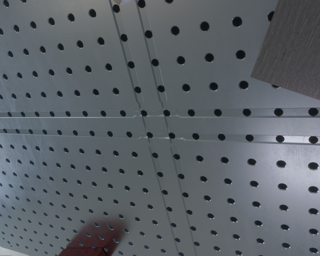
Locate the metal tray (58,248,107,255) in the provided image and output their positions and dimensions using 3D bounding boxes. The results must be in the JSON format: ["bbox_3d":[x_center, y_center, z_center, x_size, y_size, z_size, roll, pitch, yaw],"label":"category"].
[{"bbox_3d":[-0.182,0.297,0.648,0.130,0.090,0.030,-16,110,34],"label":"metal tray"}]

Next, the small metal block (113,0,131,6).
[{"bbox_3d":[-0.044,-0.170,0.330,0.050,0.025,0.050,43,129,-2],"label":"small metal block"}]

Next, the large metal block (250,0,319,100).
[{"bbox_3d":[0.137,-0.077,0.275,0.080,0.050,0.079,22,127,15],"label":"large metal block"}]
